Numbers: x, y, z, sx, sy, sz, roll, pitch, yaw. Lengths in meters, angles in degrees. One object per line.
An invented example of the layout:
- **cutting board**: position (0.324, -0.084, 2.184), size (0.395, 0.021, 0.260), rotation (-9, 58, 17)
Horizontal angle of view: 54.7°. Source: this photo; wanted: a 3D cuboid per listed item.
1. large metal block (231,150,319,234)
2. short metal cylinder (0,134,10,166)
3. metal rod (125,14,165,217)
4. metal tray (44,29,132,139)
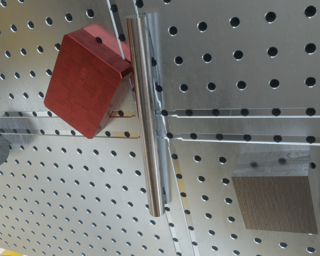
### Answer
- **large metal block**: position (0.139, 0.075, 0.368), size (0.080, 0.050, 0.080), rotation (-6, 116, 30)
- **short metal cylinder**: position (-0.331, 0.047, 0.575), size (0.050, 0.080, 0.080), rotation (-33, 100, 38)
- **metal rod**: position (-0.015, 0.004, 0.420), size (0.025, 0.025, 0.298), rotation (9, 123, 23)
- **metal tray**: position (-0.102, -0.056, 0.426), size (0.090, 0.030, 0.129), rotation (37, 129, 3)
